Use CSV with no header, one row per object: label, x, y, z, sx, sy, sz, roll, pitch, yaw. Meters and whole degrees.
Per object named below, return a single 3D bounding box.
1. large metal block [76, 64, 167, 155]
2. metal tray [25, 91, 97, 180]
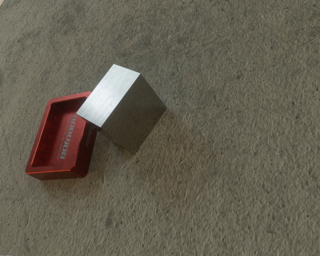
large metal block,-0.047,-0.023,0.407,0.050,0.080,0.080,26,76,37
metal tray,-0.142,0.011,0.468,0.090,0.030,0.130,-7,58,24
